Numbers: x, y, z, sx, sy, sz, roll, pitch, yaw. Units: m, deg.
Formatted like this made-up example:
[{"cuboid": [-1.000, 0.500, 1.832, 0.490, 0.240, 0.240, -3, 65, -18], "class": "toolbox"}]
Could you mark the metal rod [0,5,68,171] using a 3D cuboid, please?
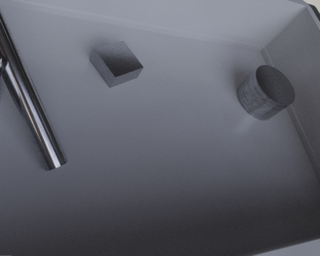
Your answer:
[{"cuboid": [-0.161, -0.098, 0.301, 0.025, 0.025, 0.298, -28, 102, -37], "class": "metal rod"}]

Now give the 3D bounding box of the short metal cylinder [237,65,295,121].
[{"cuboid": [0.179, -0.059, 0.525, 0.081, 0.050, 0.080, 14, 56, -21], "class": "short metal cylinder"}]

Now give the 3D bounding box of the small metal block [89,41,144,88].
[{"cuboid": [-0.060, -0.089, 0.429, 0.050, 0.025, 0.050, -29, 78, -38], "class": "small metal block"}]
